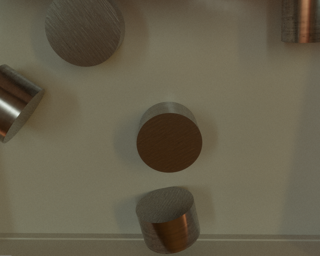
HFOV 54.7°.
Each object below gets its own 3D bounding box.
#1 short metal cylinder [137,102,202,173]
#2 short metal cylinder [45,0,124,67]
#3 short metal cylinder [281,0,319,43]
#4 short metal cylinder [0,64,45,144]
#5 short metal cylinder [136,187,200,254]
[{"bbox_3d":[0.011,0.011,0.402,0.081,0.050,0.079,0,110,-1],"label":"short metal cylinder"},{"bbox_3d":[-0.083,-0.114,0.355,0.081,0.050,0.079,0,110,-1],"label":"short metal cylinder"},{"bbox_3d":[0.176,-0.124,0.339,0.080,0.080,0.050,-6,110,2],"label":"short metal cylinder"},{"bbox_3d":[-0.184,-0.028,0.369,0.050,0.080,0.080,35,106,-12],"label":"short metal cylinder"},{"bbox_3d":[0.012,0.125,0.428,0.080,0.080,0.050,-12,110,4],"label":"short metal cylinder"}]
